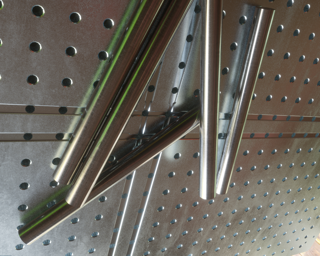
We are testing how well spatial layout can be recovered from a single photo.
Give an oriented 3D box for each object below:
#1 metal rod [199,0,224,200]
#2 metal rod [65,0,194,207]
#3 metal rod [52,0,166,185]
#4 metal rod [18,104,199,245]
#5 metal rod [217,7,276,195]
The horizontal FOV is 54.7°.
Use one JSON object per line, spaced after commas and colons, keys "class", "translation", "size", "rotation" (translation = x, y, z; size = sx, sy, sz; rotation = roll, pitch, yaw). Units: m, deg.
{"class": "metal rod", "translation": [0.064, -0.039, 0.396], "size": [0.025, 0.025, 0.298], "rotation": [-13, 116, -22]}
{"class": "metal rod", "translation": [-0.035, -0.036, 0.359], "size": [0.025, 0.025, 0.298], "rotation": [21, 104, -36]}
{"class": "metal rod", "translation": [-0.049, -0.063, 0.346], "size": [0.025, 0.025, 0.298], "rotation": [19, 108, -36]}
{"class": "metal rod", "translation": [-0.053, 0.056, 0.418], "size": [0.301, 0.025, 0.025], "rotation": [-35, 129, -6]}
{"class": "metal rod", "translation": [0.119, -0.022, 0.464], "size": [0.025, 0.025, 0.298], "rotation": [-8, 122, -25]}
